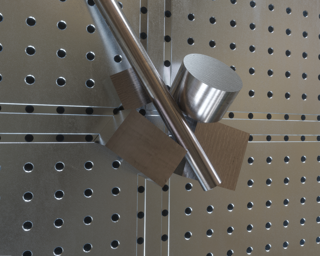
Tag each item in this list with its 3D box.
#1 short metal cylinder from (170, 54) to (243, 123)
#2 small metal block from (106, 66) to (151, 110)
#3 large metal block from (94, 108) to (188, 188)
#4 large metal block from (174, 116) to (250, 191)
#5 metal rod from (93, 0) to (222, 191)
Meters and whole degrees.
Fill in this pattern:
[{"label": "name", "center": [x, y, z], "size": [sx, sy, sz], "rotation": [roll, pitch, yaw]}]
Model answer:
[{"label": "short metal cylinder", "center": [0.058, -0.052, 0.399], "size": [0.081, 0.080, 0.050], "rotation": [9, 131, -20]}, {"label": "small metal block", "center": [-0.035, -0.051, 0.401], "size": [0.050, 0.025, 0.050], "rotation": [-26, 99, -19]}, {"label": "large metal block", "center": [-0.027, 0.022, 0.374], "size": [0.080, 0.080, 0.050], "rotation": [39, 78, -16]}, {"label": "large metal block", "center": [0.066, 0.034, 0.424], "size": [0.081, 0.050, 0.080], "rotation": [19, 84, -20]}, {"label": "metal rod", "center": [-0.011, -0.060, 0.377], "size": [0.025, 0.025, 0.299], "rotation": [-30, 89, -18]}]
